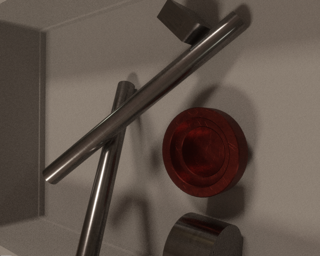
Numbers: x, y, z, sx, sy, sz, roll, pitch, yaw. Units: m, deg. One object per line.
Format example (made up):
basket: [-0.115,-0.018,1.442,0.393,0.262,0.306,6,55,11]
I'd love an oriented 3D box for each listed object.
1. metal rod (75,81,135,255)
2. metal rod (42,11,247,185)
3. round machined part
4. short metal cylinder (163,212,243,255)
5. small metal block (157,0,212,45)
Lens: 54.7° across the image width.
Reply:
metal rod: [-0.069,0.070,0.377,0.025,0.025,0.299,-16,53,38]
metal rod: [-0.029,-0.027,0.370,0.300,0.025,0.025,-38,66,13]
round machined part: [0.054,0.026,0.350,0.098,0.042,0.097,0,90,39]
short metal cylinder: [0.047,0.137,0.331,0.050,0.081,0.079,6,94,39]
small metal block: [0.033,-0.120,0.362,0.050,0.050,0.025,52,120,27]
